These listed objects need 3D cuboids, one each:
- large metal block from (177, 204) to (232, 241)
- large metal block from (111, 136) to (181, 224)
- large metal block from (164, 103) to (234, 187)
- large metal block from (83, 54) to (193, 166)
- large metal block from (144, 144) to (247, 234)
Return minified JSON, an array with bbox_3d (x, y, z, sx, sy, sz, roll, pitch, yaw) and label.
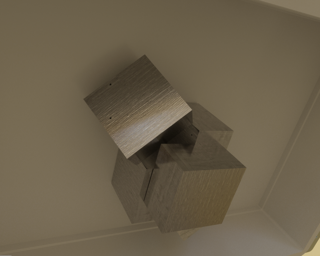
[{"bbox_3d":[0.045,0.106,0.452,0.080,0.080,0.050,-36,94,-5],"label":"large metal block"},{"bbox_3d":[-0.019,0.062,0.399,0.050,0.080,0.079,1,118,-29],"label":"large metal block"},{"bbox_3d":[0.039,0.019,0.403,0.050,0.080,0.079,1,118,-29],"label":"large metal block"},{"bbox_3d":[-0.021,-0.018,0.339,0.080,0.080,0.050,-37,164,-4],"label":"large metal block"},{"bbox_3d":[0.037,0.065,0.346,0.081,0.050,0.079,2,118,-29],"label":"large metal block"}]
